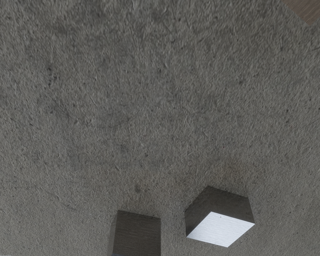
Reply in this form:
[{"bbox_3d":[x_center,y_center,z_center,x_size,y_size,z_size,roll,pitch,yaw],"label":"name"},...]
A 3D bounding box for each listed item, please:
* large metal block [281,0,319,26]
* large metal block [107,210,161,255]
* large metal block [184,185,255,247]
[{"bbox_3d":[0.126,-0.151,0.263,0.080,0.050,0.080,28,125,-22],"label":"large metal block"},{"bbox_3d":[-0.045,0.198,0.539,0.081,0.080,0.050,15,129,-13],"label":"large metal block"},{"bbox_3d":[0.097,0.150,0.519,0.080,0.050,0.079,19,128,-16],"label":"large metal block"}]
